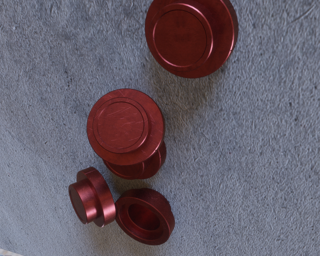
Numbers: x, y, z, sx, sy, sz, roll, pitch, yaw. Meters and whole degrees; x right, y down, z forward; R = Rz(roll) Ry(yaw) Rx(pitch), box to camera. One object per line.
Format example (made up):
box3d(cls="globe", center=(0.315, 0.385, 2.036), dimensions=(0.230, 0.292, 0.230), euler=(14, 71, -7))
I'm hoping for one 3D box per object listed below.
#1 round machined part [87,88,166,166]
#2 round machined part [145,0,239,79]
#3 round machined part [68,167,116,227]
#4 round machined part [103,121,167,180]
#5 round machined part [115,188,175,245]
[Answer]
box3d(cls="round machined part", center=(-0.044, -0.002, 0.385), dimensions=(0.099, 0.042, 0.097), euler=(-1, 85, 6))
box3d(cls="round machined part", center=(0.028, -0.097, 0.321), dimensions=(0.098, 0.042, 0.097), euler=(13, 124, 21))
box3d(cls="round machined part", center=(-0.115, 0.116, 0.502), dimensions=(0.098, 0.042, 0.097), euler=(32, 132, 44))
box3d(cls="round machined part", center=(-0.044, 0.034, 0.440), dimensions=(0.098, 0.042, 0.097), euler=(13, 124, 21))
box3d(cls="round machined part", center=(-0.021, 0.134, 0.490), dimensions=(0.098, 0.042, 0.097), euler=(13, 124, 21))
